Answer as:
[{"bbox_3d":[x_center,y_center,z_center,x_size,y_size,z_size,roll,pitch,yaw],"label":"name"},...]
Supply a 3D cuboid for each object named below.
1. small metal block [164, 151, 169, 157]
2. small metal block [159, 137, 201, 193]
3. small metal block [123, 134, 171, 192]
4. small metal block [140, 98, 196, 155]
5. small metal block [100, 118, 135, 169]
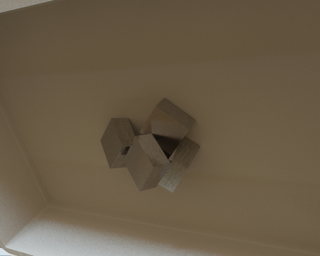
[{"bbox_3d":[-0.014,0.039,0.437,0.050,0.025,0.050,36,129,3],"label":"small metal block"},{"bbox_3d":[0.024,0.048,0.406,0.025,0.050,0.050,31,128,8],"label":"small metal block"},{"bbox_3d":[-0.018,0.044,0.394,0.050,0.025,0.050,57,137,32],"label":"small metal block"},{"bbox_3d":[0.009,-0.002,0.399,0.050,0.025,0.050,36,129,3],"label":"small metal block"},{"bbox_3d":[-0.057,0.021,0.432,0.050,0.025,0.050,-57,47,39],"label":"small metal block"}]
